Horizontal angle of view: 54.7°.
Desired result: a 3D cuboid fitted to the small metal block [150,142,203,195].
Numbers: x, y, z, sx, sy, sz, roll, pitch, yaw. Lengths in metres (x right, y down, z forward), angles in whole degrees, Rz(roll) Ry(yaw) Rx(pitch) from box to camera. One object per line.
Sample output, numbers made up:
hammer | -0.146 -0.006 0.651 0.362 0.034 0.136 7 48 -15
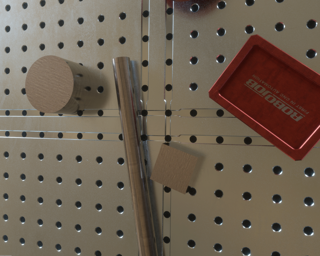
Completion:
small metal block | 0.021 0.051 0.404 0.050 0.025 0.050 21 97 18

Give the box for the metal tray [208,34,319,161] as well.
metal tray | 0.135 -0.036 0.362 0.130 0.030 0.090 39 102 15

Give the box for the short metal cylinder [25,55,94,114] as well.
short metal cylinder | -0.144 -0.060 0.449 0.080 0.050 0.079 0 90 19

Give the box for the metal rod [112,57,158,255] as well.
metal rod | -0.033 0.052 0.423 0.025 0.025 0.298 -9 87 19
